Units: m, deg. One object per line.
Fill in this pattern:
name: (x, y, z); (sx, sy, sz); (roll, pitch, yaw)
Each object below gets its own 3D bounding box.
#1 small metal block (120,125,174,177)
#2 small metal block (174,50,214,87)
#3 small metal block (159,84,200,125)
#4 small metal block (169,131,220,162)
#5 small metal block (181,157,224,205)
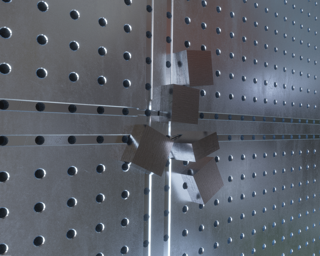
small metal block: (-0.015, 0.029, 0.395); (0.050, 0.025, 0.050); (32, 70, -35)
small metal block: (0.050, -0.085, 0.449); (0.050, 0.025, 0.050); (-10, 96, -39)
small metal block: (0.028, -0.032, 0.431); (0.050, 0.025, 0.050); (6, 87, -40)
small metal block: (0.045, 0.024, 0.430); (0.050, 0.050, 0.025); (-22, 104, -38)
small metal block: (0.064, 0.077, 0.462); (0.050, 0.025, 0.050); (-35, 112, -34)
